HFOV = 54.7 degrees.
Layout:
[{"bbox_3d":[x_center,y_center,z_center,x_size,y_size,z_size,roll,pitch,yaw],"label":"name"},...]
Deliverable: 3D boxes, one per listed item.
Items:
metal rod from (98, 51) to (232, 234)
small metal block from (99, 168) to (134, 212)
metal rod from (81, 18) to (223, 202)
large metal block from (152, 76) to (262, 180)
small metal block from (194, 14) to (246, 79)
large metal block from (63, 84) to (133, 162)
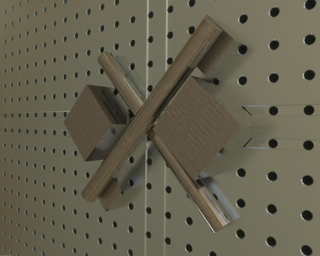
[{"bbox_3d":[-0.007,0.002,0.414,0.025,0.025,0.299,-50,61,28],"label":"metal rod"},{"bbox_3d":[-0.073,0.089,0.470,0.050,0.025,0.050,52,120,27],"label":"small metal block"},{"bbox_3d":[-0.024,-0.005,0.396,0.298,0.025,0.025,-52,60,27],"label":"metal rod"},{"bbox_3d":[0.051,0.000,0.351,0.080,0.050,0.080,51,120,28],"label":"large metal block"},{"bbox_3d":[0.061,-0.093,0.360,0.050,0.025,0.050,-52,60,27],"label":"small metal block"},{"bbox_3d":[-0.092,-0.007,0.469,0.080,0.050,0.080,-51,61,28],"label":"large metal block"}]
